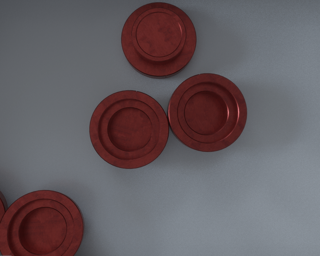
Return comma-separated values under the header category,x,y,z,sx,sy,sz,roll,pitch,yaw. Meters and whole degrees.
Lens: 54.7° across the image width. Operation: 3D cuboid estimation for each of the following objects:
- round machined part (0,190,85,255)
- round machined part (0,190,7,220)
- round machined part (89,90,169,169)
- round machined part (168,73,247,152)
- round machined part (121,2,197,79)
category,x,y,z,sx,sy,sz,roll,pitch,yaw
round machined part,-0.146,0.129,0.392,0.099,0.042,0.098,2,75,-9
round machined part,-0.246,0.110,0.391,0.099,0.042,0.097,0,90,-18
round machined part,-0.038,0.002,0.402,0.099,0.042,0.097,0,90,-1
round machined part,0.058,-0.019,0.402,0.099,0.042,0.097,0,89,-4
round machined part,-0.001,-0.116,0.403,0.099,0.042,0.097,0,90,-1
